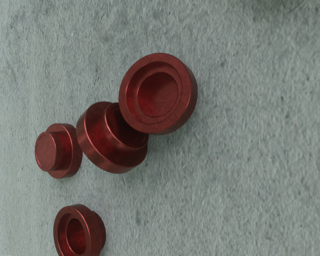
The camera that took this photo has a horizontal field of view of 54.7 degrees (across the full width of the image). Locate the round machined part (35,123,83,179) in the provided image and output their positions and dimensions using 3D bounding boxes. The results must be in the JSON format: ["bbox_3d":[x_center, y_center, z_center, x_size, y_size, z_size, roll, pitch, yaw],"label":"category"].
[{"bbox_3d":[-0.182,0.040,0.541,0.098,0.042,0.097,0,90,39],"label":"round machined part"}]

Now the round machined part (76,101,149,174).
[{"bbox_3d":[-0.053,0.006,0.399,0.042,0.099,0.098,-37,67,34],"label":"round machined part"}]

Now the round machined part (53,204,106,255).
[{"bbox_3d":[-0.124,0.170,0.494,0.098,0.042,0.097,0,90,39],"label":"round machined part"}]

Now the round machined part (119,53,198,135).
[{"bbox_3d":[0.001,-0.039,0.382,0.098,0.042,0.097,-5,79,27],"label":"round machined part"}]
